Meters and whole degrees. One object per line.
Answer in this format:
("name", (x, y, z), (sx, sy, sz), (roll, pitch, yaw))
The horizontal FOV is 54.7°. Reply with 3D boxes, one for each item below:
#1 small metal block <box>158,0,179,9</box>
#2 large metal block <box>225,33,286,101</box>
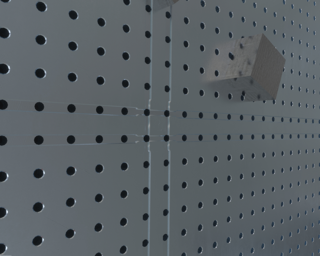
("small metal block", (0.014, -0.199, 0.420), (0.050, 0.025, 0.050), (-47, 118, -30))
("large metal block", (0.165, -0.101, 0.530), (0.080, 0.050, 0.080), (31, 71, -36))
